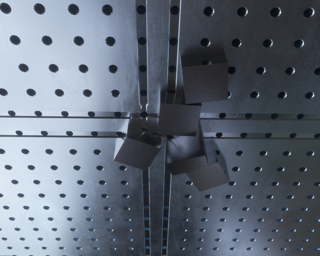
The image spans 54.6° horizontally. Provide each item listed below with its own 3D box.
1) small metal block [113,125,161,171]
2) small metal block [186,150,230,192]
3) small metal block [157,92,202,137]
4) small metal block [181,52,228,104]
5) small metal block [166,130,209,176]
[{"bbox_3d":[-0.032,0.029,0.436,0.050,0.025,0.050,20,127,-16],"label":"small metal block"},{"bbox_3d":[0.071,0.066,0.468,0.050,0.025,0.050,-22,127,17],"label":"small metal block"},{"bbox_3d":[0.024,-0.017,0.397,0.050,0.025,0.050,3,130,-3],"label":"small metal block"},{"bbox_3d":[0.052,-0.058,0.363,0.050,0.025,0.050,-6,130,5],"label":"small metal block"},{"bbox_3d":[0.037,0.033,0.424,0.050,0.050,0.025,-13,129,11],"label":"small metal block"}]
